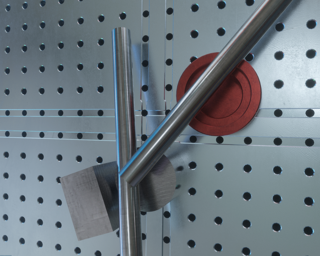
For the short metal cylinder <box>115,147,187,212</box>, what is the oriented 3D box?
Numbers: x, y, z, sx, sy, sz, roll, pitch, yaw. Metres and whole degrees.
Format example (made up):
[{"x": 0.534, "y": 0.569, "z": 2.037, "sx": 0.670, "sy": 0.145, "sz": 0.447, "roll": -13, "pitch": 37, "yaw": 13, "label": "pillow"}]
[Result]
[{"x": -0.010, "y": 0.063, "z": 0.402, "sx": 0.080, "sy": 0.050, "sz": 0.079, "roll": 0, "pitch": 90, "yaw": 19, "label": "short metal cylinder"}]

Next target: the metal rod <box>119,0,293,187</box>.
[{"x": 0.061, "y": -0.058, "z": 0.339, "sx": 0.025, "sy": 0.025, "sz": 0.300, "roll": 40, "pitch": 90, "yaw": 15, "label": "metal rod"}]

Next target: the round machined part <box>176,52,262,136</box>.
[{"x": 0.073, "y": -0.039, "z": 0.377, "sx": 0.098, "sy": 0.042, "sz": 0.097, "roll": 0, "pitch": 90, "yaw": 19, "label": "round machined part"}]

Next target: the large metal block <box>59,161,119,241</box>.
[{"x": -0.076, "y": 0.091, "z": 0.409, "sx": 0.050, "sy": 0.080, "sz": 0.080, "roll": -21, "pitch": 83, "yaw": 18, "label": "large metal block"}]

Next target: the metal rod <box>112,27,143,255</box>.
[{"x": -0.041, "y": 0.018, "z": 0.374, "sx": 0.025, "sy": 0.025, "sz": 0.299, "roll": -9, "pitch": 76, "yaw": 19, "label": "metal rod"}]
